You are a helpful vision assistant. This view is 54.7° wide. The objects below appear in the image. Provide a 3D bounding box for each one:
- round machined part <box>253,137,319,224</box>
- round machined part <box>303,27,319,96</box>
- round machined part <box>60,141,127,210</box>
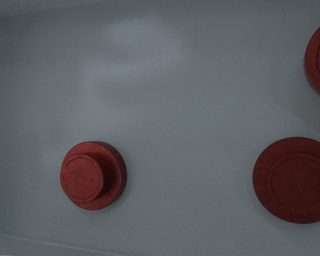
[{"bbox_3d":[0.155,0.059,0.347,0.098,0.042,0.097,0,90,20],"label":"round machined part"},{"bbox_3d":[0.206,-0.071,0.329,0.098,0.042,0.097,0,90,20],"label":"round machined part"},{"bbox_3d":[-0.100,0.068,0.437,0.098,0.042,0.097,0,90,20],"label":"round machined part"}]
